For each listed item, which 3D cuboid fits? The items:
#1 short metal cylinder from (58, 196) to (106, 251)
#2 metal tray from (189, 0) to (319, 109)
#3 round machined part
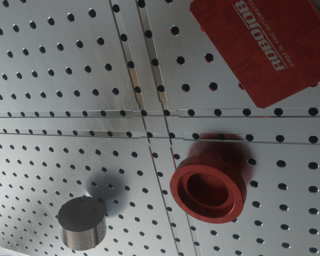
[{"bbox_3d":[-0.137,0.169,0.553,0.080,0.080,0.050,16,125,19],"label":"short metal cylinder"},{"bbox_3d":[0.102,-0.093,0.297,0.090,0.030,0.130,-30,102,38],"label":"metal tray"},{"bbox_3d":[0.066,0.076,0.413,0.098,0.042,0.097,13,124,21],"label":"round machined part"}]
